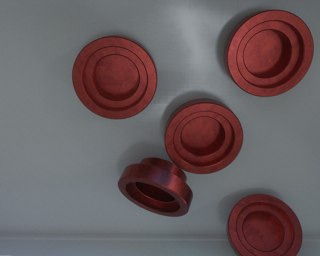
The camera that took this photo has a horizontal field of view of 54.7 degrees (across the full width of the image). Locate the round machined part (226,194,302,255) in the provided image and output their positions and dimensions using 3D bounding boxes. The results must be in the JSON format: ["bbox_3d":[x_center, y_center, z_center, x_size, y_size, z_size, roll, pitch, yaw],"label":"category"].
[{"bbox_3d":[0.144,0.147,0.440,0.099,0.098,0.042,-5,150,1],"label":"round machined part"}]

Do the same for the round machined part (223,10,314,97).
[{"bbox_3d":[0.125,-0.090,0.371,0.099,0.042,0.097,0,110,-1],"label":"round machined part"}]

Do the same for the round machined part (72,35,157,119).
[{"bbox_3d":[-0.052,-0.063,0.378,0.099,0.042,0.097,0,110,-1],"label":"round machined part"}]

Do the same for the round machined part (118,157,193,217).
[{"bbox_3d":[-0.003,0.076,0.413,0.098,0.042,0.097,16,145,12],"label":"round machined part"}]

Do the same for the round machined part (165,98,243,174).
[{"bbox_3d":[0.055,0.008,0.406,0.099,0.042,0.097,0,110,-1],"label":"round machined part"}]
